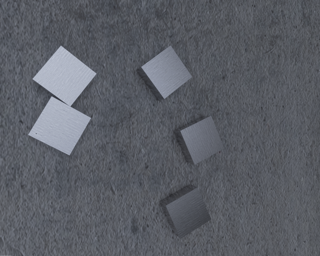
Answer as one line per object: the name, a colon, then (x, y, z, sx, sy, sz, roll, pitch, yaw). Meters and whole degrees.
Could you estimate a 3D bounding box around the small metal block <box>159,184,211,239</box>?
small metal block: (0.034, 0.112, 0.422, 0.050, 0.025, 0.050, -26, 99, -18)

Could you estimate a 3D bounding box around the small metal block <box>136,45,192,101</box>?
small metal block: (0.005, -0.072, 0.411, 0.050, 0.025, 0.050, -40, 103, -16)

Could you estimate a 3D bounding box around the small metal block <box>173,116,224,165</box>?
small metal block: (0.054, 0.016, 0.429, 0.050, 0.025, 0.050, -26, 99, -18)

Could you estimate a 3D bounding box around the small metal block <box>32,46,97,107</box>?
small metal block: (-0.113, -0.060, 0.367, 0.050, 0.025, 0.050, 38, 78, -16)

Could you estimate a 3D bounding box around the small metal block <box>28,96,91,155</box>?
small metal block: (-0.118, -0.002, 0.365, 0.050, 0.025, 0.050, 31, 80, -18)
